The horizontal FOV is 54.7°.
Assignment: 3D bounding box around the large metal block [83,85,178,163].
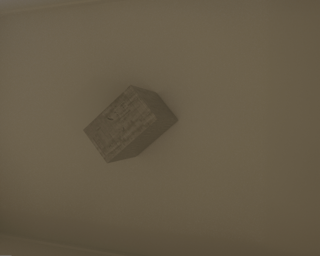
[{"bbox_3d":[-0.033,-0.004,0.389,0.080,0.080,0.050,-41,77,15],"label":"large metal block"}]
